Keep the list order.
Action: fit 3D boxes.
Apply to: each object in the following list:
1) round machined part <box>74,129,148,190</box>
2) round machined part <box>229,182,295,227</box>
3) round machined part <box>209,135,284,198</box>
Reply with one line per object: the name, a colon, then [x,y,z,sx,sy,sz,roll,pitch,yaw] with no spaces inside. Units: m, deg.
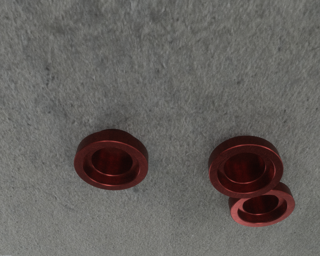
round machined part: [-0.065,0.040,0.429,0.099,0.042,0.097,-1,130,0]
round machined part: [0.158,0.113,0.495,0.099,0.042,0.097,-1,131,0]
round machined part: [0.117,0.050,0.435,0.099,0.042,0.097,2,124,3]
